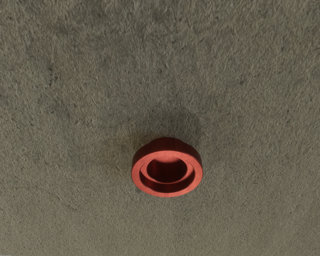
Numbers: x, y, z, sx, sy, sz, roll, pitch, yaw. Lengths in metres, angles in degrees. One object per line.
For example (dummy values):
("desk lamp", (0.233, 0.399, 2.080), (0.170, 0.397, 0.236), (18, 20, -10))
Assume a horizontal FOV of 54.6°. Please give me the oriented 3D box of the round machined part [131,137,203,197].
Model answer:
("round machined part", (0.010, 0.051, 0.439), (0.099, 0.042, 0.097), (0, 130, 0))
